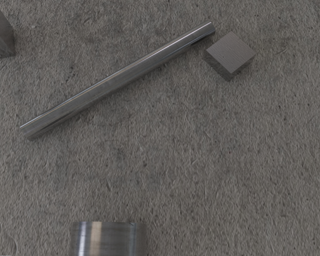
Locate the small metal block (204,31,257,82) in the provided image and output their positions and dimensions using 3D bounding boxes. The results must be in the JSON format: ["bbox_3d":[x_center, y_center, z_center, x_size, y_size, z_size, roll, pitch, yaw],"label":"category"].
[{"bbox_3d":[0.100,-0.103,0.447,0.050,0.025,0.050,-39,75,-13],"label":"small metal block"}]

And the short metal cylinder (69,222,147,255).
[{"bbox_3d":[-0.055,0.128,0.332,0.080,0.080,0.050,1,70,0],"label":"short metal cylinder"}]

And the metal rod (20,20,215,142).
[{"bbox_3d":[-0.050,-0.071,0.433,0.301,0.025,0.025,-32,73,-11],"label":"metal rod"}]

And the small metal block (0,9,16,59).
[{"bbox_3d":[-0.232,-0.135,0.443,0.025,0.050,0.050,-12,71,-4],"label":"small metal block"}]
